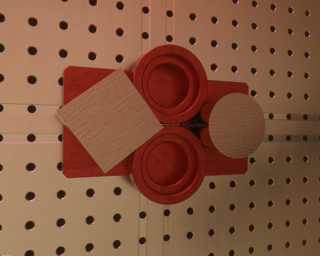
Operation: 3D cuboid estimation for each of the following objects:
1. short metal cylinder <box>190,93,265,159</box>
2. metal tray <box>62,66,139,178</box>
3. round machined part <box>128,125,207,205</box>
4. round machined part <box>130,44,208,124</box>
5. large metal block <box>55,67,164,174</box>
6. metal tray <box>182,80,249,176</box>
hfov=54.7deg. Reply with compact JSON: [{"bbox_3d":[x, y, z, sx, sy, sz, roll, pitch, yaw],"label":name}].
[{"bbox_3d":[0.086,-0.003,0.398,0.081,0.050,0.079,0,90,-20],"label":"short metal cylinder"},{"bbox_3d":[-0.073,-0.007,0.383,0.091,0.030,0.129,1,90,-21],"label":"metal tray"},{"bbox_3d":[0.006,0.045,0.396,0.099,0.042,0.097,0,90,-20],"label":"round machined part"},{"bbox_3d":[0.008,-0.053,0.397,0.099,0.042,0.097,0,90,-20],"label":"round machined part"},{"bbox_3d":[-0.057,-0.009,0.346,0.080,0.050,0.080,-38,103,-16],"label":"large metal block"},{"bbox_3d":[0.078,0.000,0.436,0.091,0.030,0.129,1,90,-20],"label":"metal tray"}]
